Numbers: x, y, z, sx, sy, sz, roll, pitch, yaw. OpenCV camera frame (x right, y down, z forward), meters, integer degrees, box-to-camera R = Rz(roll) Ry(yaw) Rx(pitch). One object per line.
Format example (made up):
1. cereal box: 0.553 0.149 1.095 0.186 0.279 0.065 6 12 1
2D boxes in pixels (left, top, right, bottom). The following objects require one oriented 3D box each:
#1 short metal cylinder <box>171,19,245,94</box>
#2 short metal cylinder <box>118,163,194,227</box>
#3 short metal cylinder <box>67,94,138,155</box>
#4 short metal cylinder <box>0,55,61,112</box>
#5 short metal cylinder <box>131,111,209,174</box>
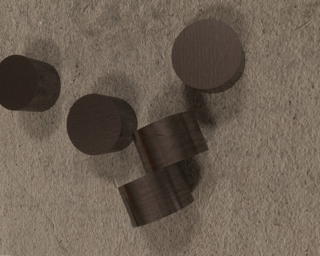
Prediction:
1. short metal cylinder: 0.060 -0.084 0.374 0.080 0.050 0.079 0 90 19
2. short metal cylinder: -0.005 0.081 0.381 0.080 0.080 0.050 -26 82 18
3. short metal cylinder: -0.078 -0.005 0.422 0.080 0.050 0.079 0 90 19
4. short metal cylinder: -0.198 -0.065 0.464 0.080 0.050 0.079 0 90 19
5. short metal cylinder: 0.012 0.018 0.375 0.080 0.080 0.050 -24 82 18
